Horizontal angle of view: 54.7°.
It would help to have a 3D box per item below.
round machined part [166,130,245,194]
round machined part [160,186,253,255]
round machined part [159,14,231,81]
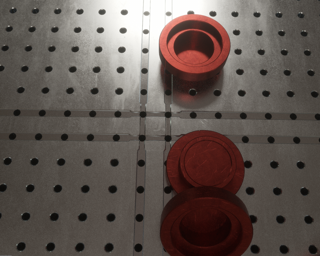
[{"bbox_3d":[0.057,0.048,0.386,0.099,0.042,0.098,0,70,-1],"label":"round machined part"},{"bbox_3d":[0.050,0.105,0.347,0.099,0.042,0.097,1,114,2],"label":"round machined part"},{"bbox_3d":[0.047,-0.110,0.443,0.099,0.042,0.098,0,70,-1],"label":"round machined part"}]
